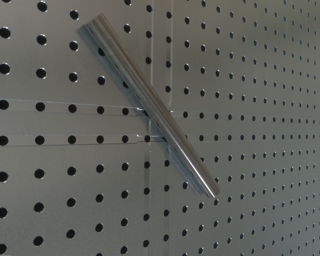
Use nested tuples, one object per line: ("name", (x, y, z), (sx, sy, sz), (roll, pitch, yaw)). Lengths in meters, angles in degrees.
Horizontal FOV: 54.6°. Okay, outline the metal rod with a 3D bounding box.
("metal rod", (0.004, -0.012, 0.411), (0.025, 0.025, 0.300), (-50, 120, -28))
